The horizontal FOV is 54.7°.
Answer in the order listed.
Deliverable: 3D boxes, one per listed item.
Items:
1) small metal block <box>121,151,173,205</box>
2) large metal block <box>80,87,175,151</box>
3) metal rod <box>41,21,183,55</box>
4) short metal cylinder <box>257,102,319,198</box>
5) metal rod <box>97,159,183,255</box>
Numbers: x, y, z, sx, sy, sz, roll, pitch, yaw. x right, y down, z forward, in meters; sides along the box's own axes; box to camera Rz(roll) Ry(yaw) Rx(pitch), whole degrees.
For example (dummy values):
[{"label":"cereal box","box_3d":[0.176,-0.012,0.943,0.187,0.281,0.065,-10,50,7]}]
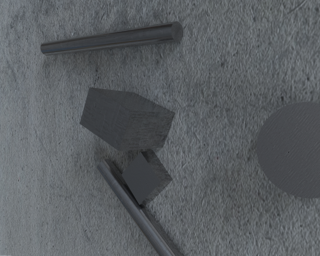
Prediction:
[{"label":"small metal block","box_3d":[-0.018,0.066,0.418,0.050,0.025,0.050,-50,61,28]},{"label":"large metal block","box_3d":[-0.042,-0.012,0.402,0.080,0.081,0.050,29,108,36]},{"label":"metal rod","box_3d":[-0.094,-0.133,0.479,0.300,0.025,0.025,7,94,39]},{"label":"short metal cylinder","box_3d":[0.135,0.018,0.276,0.080,0.050,0.079,0,90,39]},{"label":"metal rod","box_3d":[0.004,0.152,0.399,0.300,0.025,0.025,47,118,29]}]
